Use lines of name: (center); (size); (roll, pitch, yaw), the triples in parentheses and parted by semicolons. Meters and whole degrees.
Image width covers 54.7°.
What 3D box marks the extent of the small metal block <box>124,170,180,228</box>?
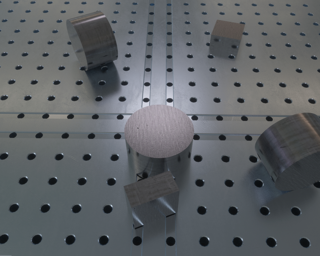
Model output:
small metal block: (-0.008, 0.076, 0.327); (0.050, 0.050, 0.025); (-17, 52, -14)

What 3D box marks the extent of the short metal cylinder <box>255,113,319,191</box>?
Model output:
short metal cylinder: (0.156, 0.028, 0.349); (0.081, 0.080, 0.050); (-11, 51, -9)

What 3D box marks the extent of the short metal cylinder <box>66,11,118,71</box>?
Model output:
short metal cylinder: (-0.106, -0.136, 0.486); (0.050, 0.080, 0.080); (-24, 54, -19)

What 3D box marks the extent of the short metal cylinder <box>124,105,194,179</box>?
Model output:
short metal cylinder: (-0.001, 0.018, 0.377); (0.081, 0.050, 0.080); (0, 50, 0)

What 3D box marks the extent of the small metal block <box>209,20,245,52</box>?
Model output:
small metal block: (0.119, -0.163, 0.545); (0.050, 0.025, 0.050); (14, 51, 11)
